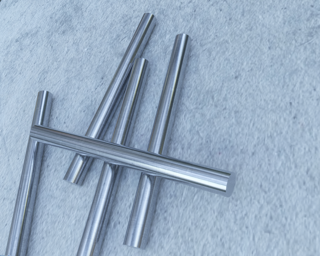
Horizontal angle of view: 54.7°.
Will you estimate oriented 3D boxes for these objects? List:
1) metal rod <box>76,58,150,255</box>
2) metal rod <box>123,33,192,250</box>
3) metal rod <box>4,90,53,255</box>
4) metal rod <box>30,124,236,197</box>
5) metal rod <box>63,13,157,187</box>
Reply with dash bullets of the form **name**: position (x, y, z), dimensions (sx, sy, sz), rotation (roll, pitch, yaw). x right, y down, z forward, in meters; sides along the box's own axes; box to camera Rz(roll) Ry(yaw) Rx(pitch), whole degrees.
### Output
- **metal rod**: position (-0.057, 0.031, 0.412), dimensions (0.025, 0.025, 0.300), rotation (-1, 61, 27)
- **metal rod**: position (0.003, -0.002, 0.401), dimensions (0.025, 0.025, 0.300), rotation (-1, 61, 27)
- **metal rod**: position (-0.192, 0.068, 0.460), dimensions (0.025, 0.025, 0.299), rotation (-16, 55, 19)
- **metal rod**: position (-0.056, 0.031, 0.379), dimensions (0.300, 0.025, 0.025), rotation (11, 67, 32)
- **metal rod**: position (-0.068, -0.056, 0.471), dimensions (0.025, 0.025, 0.300), rotation (8, 65, 31)
